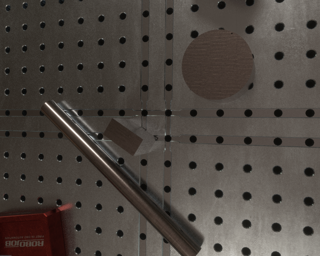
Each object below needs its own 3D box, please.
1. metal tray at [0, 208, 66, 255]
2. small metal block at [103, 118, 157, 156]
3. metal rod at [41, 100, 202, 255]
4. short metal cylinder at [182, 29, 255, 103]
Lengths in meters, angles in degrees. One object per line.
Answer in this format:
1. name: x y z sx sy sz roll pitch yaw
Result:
1. metal tray: -0.214 0.178 0.483 0.130 0.030 0.089 -9 87 19
2. small metal block: -0.038 0.011 0.412 0.050 0.050 0.025 34 101 16
3. metal rod: -0.063 0.065 0.433 0.300 0.025 0.025 42 103 14
4. short metal cylinder: 0.072 -0.072 0.374 0.080 0.050 0.079 0 90 19
